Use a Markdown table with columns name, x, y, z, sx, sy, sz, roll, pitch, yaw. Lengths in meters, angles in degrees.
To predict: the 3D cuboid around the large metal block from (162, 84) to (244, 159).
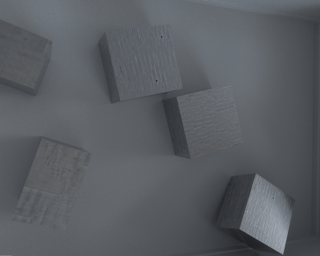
| name | x | y | z | sx | sy | sz | roll | pitch | yaw |
| --- | --- | --- | --- | --- | --- | --- | --- | --- | --- |
| large metal block | 0.057 | -0.010 | 0.420 | 0.081 | 0.050 | 0.080 | -15 | 95 | -20 |

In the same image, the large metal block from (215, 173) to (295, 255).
| name | x | y | z | sx | sy | sz | roll | pitch | yaw |
| --- | --- | --- | --- | --- | --- | --- | --- | --- | --- |
| large metal block | 0.136 | 0.121 | 0.439 | 0.080 | 0.050 | 0.080 | 34 | 64 | -17 |

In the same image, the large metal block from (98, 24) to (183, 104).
| name | x | y | z | sx | sy | sz | roll | pitch | yaw |
| --- | --- | --- | --- | --- | --- | --- | --- | --- | --- |
| large metal block | -0.025 | -0.079 | 0.389 | 0.081 | 0.050 | 0.080 | -14 | 95 | -20 |

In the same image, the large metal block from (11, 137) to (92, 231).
| name | x | y | z | sx | sy | sz | roll | pitch | yaw |
| --- | --- | --- | --- | --- | --- | --- | --- | --- | --- |
| large metal block | -0.118 | 0.056 | 0.338 | 0.050 | 0.080 | 0.080 | 20 | 83 | -19 |

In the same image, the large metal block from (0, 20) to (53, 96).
| name | x | y | z | sx | sy | sz | roll | pitch | yaw |
| --- | --- | --- | --- | --- | --- | --- | --- | --- | --- |
| large metal block | -0.162 | -0.074 | 0.322 | 0.080 | 0.080 | 0.050 | 21 | 83 | -19 |
